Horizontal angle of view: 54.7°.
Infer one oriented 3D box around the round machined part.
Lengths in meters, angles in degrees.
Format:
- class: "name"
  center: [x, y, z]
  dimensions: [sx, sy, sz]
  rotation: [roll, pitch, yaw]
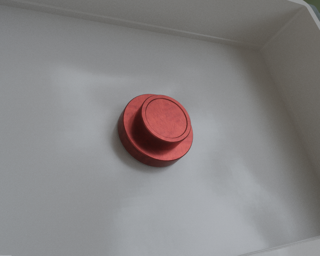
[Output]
- class: "round machined part"
  center: [0.000, -0.003, 0.394]
  dimensions: [0.099, 0.042, 0.098]
  rotation: [14, 56, -21]
